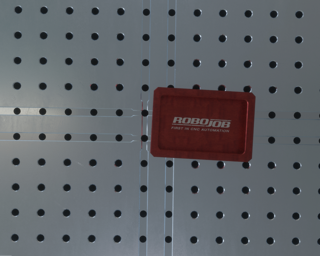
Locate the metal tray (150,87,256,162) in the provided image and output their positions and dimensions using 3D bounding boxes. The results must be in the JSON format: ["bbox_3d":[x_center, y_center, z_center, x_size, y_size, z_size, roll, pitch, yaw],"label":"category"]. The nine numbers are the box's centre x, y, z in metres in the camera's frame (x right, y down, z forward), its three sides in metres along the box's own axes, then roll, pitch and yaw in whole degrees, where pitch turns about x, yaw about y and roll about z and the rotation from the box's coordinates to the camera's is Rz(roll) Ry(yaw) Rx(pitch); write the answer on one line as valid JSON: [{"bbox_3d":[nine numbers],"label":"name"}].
[{"bbox_3d":[0.055,-0.004,0.411,0.131,0.030,0.090,3,90,0],"label":"metal tray"}]
